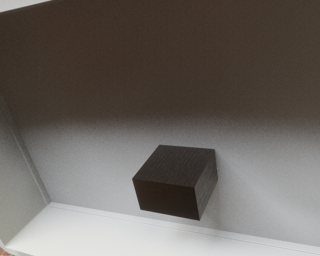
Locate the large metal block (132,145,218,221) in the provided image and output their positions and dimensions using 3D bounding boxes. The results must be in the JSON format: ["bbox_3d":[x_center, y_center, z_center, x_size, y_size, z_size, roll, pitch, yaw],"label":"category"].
[{"bbox_3d":[0.023,0.066,0.401,0.080,0.080,0.050,3,120,26],"label":"large metal block"}]
